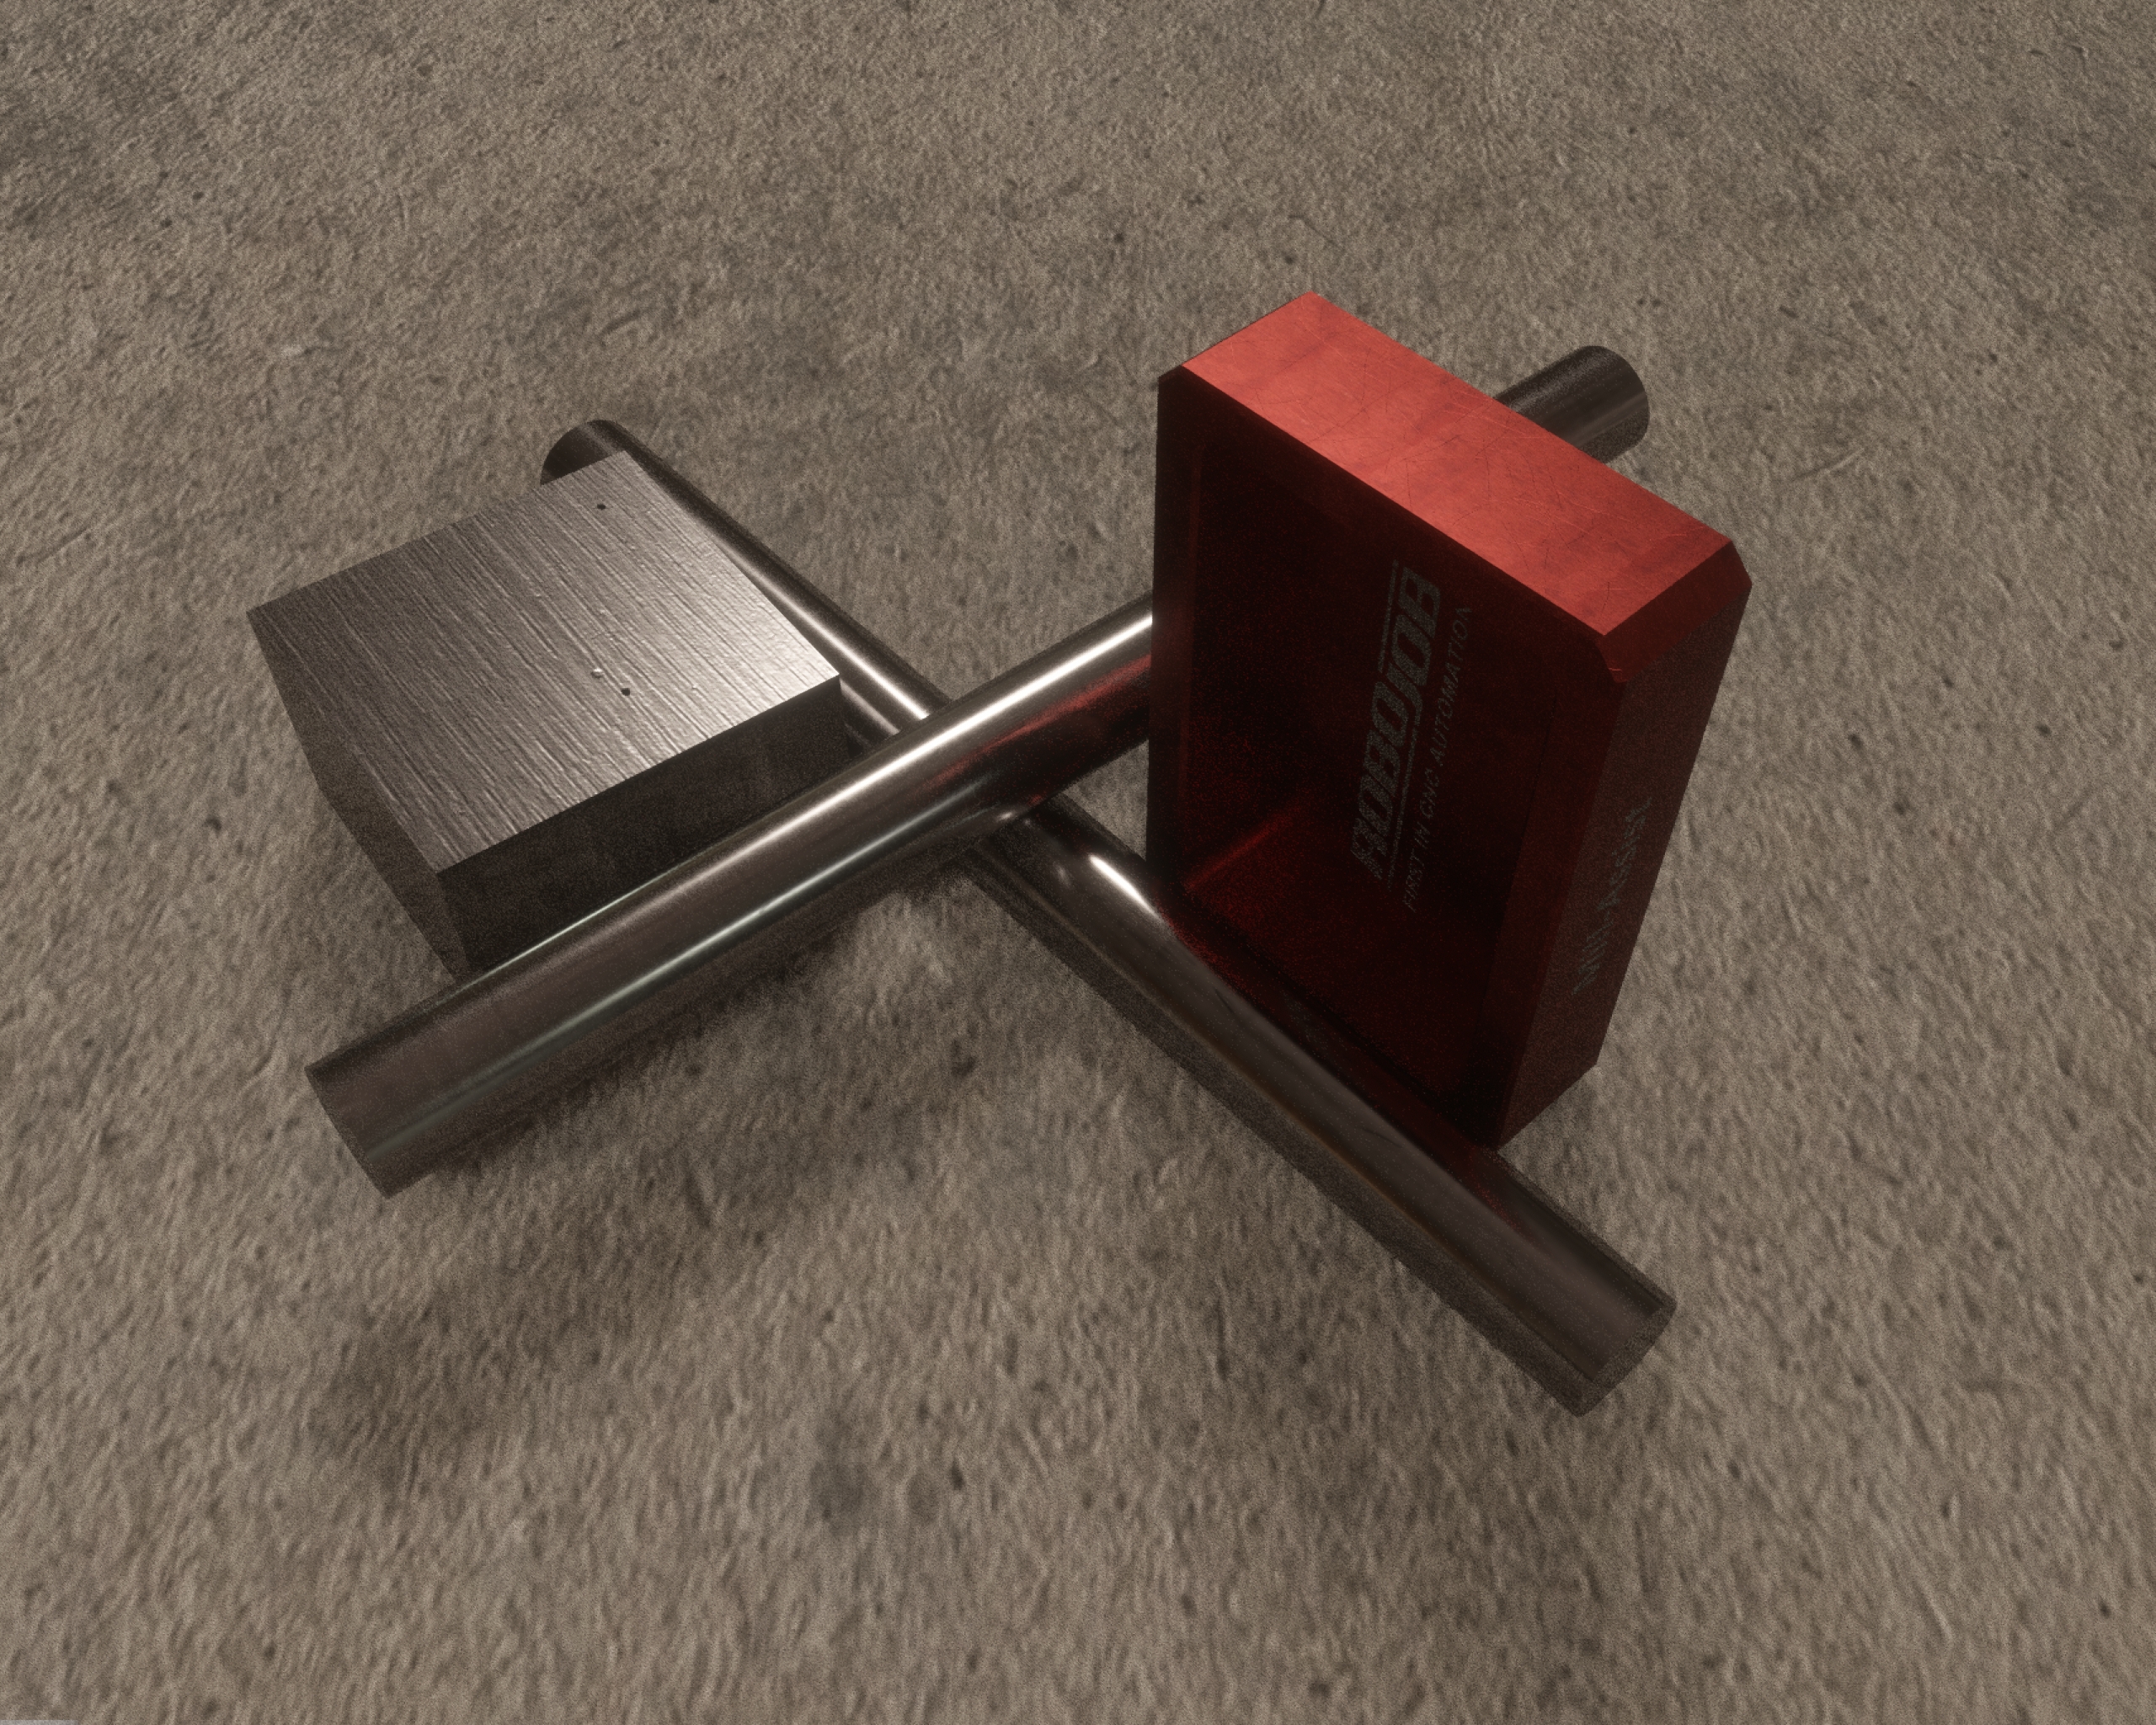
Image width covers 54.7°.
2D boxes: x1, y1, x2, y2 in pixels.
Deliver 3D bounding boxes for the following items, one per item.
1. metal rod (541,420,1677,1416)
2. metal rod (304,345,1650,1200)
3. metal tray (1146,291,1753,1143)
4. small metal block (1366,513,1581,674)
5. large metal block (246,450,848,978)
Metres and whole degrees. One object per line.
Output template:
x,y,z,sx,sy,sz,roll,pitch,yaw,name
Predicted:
-0.012,-0.005,0.409,0.025,0.025,0.300,-35,58,-26,metal rod
-0.001,-0.029,0.396,0.302,0.025,0.025,-32,57,-25,metal rod
0.054,-0.019,0.352,0.030,0.129,0.090,-36,59,-25,metal tray
0.083,-0.054,0.451,0.050,0.025,0.050,-29,56,-22,small metal block
-0.100,-0.025,0.407,0.081,0.050,0.080,-30,56,-23,large metal block
